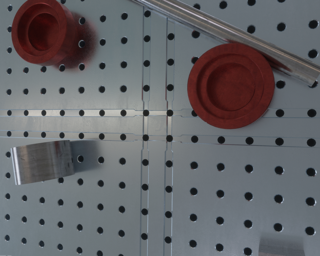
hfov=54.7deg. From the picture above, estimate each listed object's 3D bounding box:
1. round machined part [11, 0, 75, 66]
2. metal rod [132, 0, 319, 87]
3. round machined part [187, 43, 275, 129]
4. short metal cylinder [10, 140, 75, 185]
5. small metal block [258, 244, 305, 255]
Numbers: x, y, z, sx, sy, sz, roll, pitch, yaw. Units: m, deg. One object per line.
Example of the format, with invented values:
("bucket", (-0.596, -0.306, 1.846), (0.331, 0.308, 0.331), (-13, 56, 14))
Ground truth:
("round machined part", (-0.168, -0.141, 0.463), (0.098, 0.042, 0.097), (0, 90, 19))
("metal rod", (0.055, -0.133, 0.393), (0.300, 0.025, 0.025), (31, 100, 17))
("round machined part", (0.086, -0.048, 0.371), (0.098, 0.042, 0.097), (1, 94, 22))
("short metal cylinder", (-0.166, 0.048, 0.442), (0.080, 0.080, 0.050), (-10, 87, 19))
("small metal block", (0.142, 0.169, 0.363), (0.050, 0.025, 0.050), (1, 91, 20))
